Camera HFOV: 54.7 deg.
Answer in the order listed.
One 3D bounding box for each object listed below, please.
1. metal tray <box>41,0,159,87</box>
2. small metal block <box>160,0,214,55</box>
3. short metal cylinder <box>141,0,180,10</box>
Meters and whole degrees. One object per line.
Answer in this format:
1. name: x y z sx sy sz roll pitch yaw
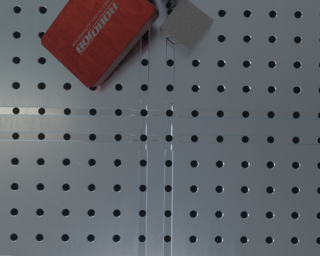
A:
1. metal tray: -0.077 -0.127 0.392 0.090 0.030 0.130 44 106 0
2. small metal block: 0.035 -0.135 0.414 0.050 0.025 0.050 38 90 0
3. short metal cylinder: -0.001 -0.202 0.401 0.081 0.050 0.079 0 90 0
